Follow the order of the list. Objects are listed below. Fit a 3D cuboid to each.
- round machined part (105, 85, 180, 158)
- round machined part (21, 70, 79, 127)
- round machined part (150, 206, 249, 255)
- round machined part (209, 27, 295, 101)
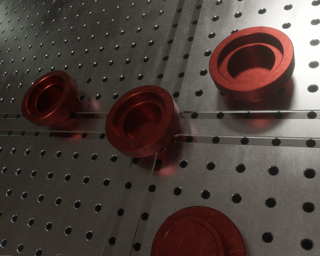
[{"bbox_3d":[-0.019,-0.005,0.409,0.098,0.042,0.098,-13,56,20],"label":"round machined part"},{"bbox_3d":[-0.176,-0.045,0.515,0.098,0.042,0.098,-13,56,20],"label":"round machined part"},{"bbox_3d":[0.034,0.124,0.302,0.098,0.042,0.098,-13,56,20],"label":"round machined part"},{"bbox_3d":[0.114,-0.074,0.383,0.098,0.042,0.098,-13,56,20],"label":"round machined part"}]
